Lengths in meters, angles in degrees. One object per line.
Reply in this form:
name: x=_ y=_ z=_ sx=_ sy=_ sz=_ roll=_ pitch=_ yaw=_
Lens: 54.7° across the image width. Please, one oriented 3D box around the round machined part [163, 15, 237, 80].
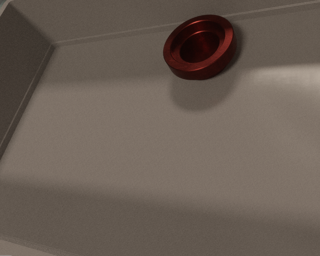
round machined part: x=0.058 y=-0.105 z=0.428 sx=0.098 sy=0.042 sz=0.098 roll=-13 pitch=56 yaw=20
